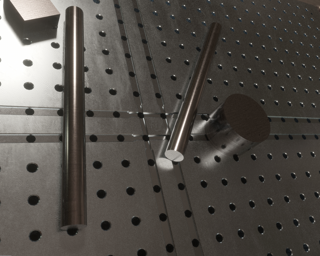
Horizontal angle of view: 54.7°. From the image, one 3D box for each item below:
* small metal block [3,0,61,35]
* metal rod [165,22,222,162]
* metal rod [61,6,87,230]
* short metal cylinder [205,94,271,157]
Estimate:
[{"bbox_3d":[-0.171,-0.157,0.412,0.050,0.025,0.050,-30,79,-38],"label":"small metal block"},{"bbox_3d":[0.061,-0.076,0.488,0.025,0.025,0.300,29,52,-10],"label":"metal rod"},{"bbox_3d":[-0.103,-0.034,0.373,0.025,0.025,0.299,6,59,-26],"label":"metal rod"},{"bbox_3d":[0.114,-0.004,0.458,0.081,0.050,0.080,14,56,-21],"label":"short metal cylinder"}]
